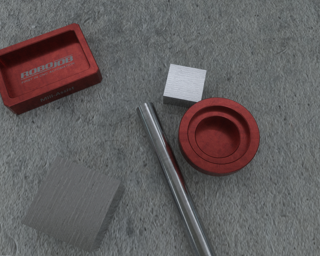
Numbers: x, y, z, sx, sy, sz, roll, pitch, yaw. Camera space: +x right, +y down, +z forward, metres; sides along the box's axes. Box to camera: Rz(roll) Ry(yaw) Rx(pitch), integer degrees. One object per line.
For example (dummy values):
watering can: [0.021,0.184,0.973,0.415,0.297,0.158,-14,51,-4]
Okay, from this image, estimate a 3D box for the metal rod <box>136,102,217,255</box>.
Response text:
metal rod: [0.034,0.103,0.370,0.025,0.025,0.299,-20,71,-7]

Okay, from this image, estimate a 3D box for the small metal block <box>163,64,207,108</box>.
small metal block: [0.034,-0.057,0.429,0.050,0.025,0.050,11,70,4]

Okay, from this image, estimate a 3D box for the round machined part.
round machined part: [0.072,0.014,0.395,0.099,0.042,0.098,0,70,0]

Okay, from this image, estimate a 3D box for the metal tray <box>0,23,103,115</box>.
metal tray: [-0.159,-0.084,0.435,0.131,0.030,0.090,-23,72,-9]

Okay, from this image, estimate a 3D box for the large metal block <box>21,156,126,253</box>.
large metal block: [-0.096,0.089,0.362,0.080,0.050,0.080,20,71,7]
